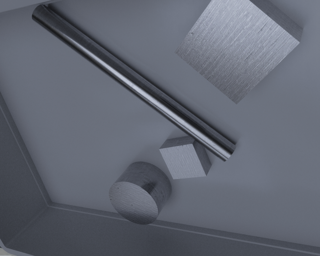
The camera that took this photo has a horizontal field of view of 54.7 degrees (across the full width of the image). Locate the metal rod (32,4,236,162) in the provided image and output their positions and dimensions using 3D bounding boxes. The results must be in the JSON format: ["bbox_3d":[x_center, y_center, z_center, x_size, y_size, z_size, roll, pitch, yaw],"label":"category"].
[{"bbox_3d":[-0.034,-0.058,0.389,0.301,0.025,0.025,37,129,3],"label":"metal rod"}]

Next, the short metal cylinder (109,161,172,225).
[{"bbox_3d":[-0.029,0.098,0.467,0.080,0.050,0.079,13,124,20],"label":"short metal cylinder"}]

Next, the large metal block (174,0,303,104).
[{"bbox_3d":[0.075,-0.084,0.300,0.080,0.050,0.080,40,129,0],"label":"large metal block"}]

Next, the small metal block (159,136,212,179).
[{"bbox_3d":[0.034,0.039,0.414,0.050,0.025,0.050,-12,113,33],"label":"small metal block"}]
